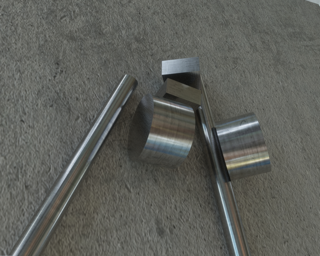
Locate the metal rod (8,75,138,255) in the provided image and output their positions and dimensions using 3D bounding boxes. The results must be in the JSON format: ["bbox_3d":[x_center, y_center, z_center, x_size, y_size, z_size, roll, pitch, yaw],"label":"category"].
[{"bbox_3d":[-0.089,0.046,0.327,0.025,0.025,0.301,31,52,-9],"label":"metal rod"}]

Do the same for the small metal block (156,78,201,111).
[{"bbox_3d":[0.021,-0.036,0.421,0.050,0.050,0.025,18,55,-18],"label":"small metal block"}]

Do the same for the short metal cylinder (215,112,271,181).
[{"bbox_3d":[0.107,0.024,0.403,0.050,0.080,0.080,-16,63,11],"label":"short metal cylinder"}]

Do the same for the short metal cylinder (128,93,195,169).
[{"bbox_3d":[0.000,0.004,0.366,0.050,0.080,0.080,15,56,-20],"label":"short metal cylinder"}]

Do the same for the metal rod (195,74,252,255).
[{"bbox_3d":[0.074,0.038,0.419,0.025,0.025,0.299,4,60,-26],"label":"metal rod"}]

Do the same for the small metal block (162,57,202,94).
[{"bbox_3d":[0.032,-0.071,0.435,0.050,0.050,0.025,-5,58,9],"label":"small metal block"}]
